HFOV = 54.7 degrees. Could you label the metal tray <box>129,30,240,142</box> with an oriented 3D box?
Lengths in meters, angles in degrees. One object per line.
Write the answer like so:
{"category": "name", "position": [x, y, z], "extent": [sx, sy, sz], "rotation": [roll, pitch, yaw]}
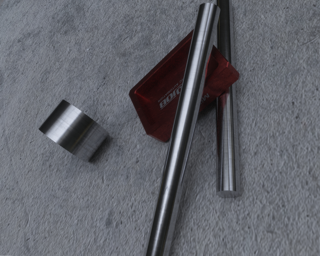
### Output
{"category": "metal tray", "position": [0.025, -0.055, 0.400], "extent": [0.130, 0.030, 0.090], "rotation": [-41, 48, 17]}

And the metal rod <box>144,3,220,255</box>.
{"category": "metal rod", "position": [0.025, 0.006, 0.338], "extent": [0.025, 0.025, 0.299], "rotation": [8, 81, 31]}

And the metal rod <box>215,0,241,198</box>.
{"category": "metal rod", "position": [0.084, -0.061, 0.397], "extent": [0.025, 0.025, 0.299], "rotation": [-9, 58, 24]}

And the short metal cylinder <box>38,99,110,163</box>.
{"category": "short metal cylinder", "position": [-0.118, 0.005, 0.428], "extent": [0.080, 0.080, 0.050], "rotation": [28, 77, 37]}
